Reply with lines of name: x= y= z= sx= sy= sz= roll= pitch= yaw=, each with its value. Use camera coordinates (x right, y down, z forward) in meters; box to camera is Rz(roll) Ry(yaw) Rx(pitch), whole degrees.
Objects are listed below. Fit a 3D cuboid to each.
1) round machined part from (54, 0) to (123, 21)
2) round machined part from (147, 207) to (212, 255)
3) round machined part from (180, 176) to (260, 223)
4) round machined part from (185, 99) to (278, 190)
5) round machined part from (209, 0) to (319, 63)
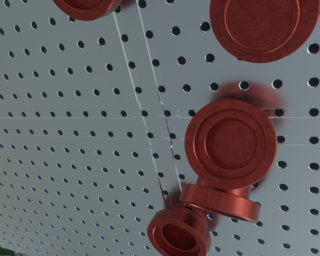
round machined part: x=-0.077 y=-0.171 z=0.336 sx=0.098 sy=0.042 sz=0.097 roll=13 pitch=124 yaw=21
round machined part: x=0.033 y=0.163 z=0.484 sx=0.098 sy=0.042 sz=0.097 roll=13 pitch=124 yaw=21
round machined part: x=0.077 y=0.085 z=0.391 sx=0.098 sy=0.042 sz=0.098 roll=16 pitch=165 yaw=5
round machined part: x=0.081 y=0.018 z=0.351 sx=0.098 sy=0.042 sz=0.098 roll=-1 pitch=88 yaw=22
round machined part: x=0.093 y=-0.107 z=0.286 sx=0.098 sy=0.042 sz=0.097 roll=13 pitch=124 yaw=21
